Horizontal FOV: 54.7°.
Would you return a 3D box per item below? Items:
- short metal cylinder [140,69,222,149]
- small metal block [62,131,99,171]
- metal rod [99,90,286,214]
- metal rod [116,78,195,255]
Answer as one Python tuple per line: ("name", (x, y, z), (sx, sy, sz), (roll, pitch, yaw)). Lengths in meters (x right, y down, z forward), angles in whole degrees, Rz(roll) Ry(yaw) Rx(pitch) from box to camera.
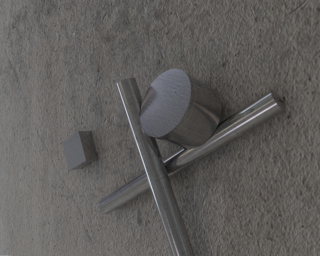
("short metal cylinder", (0.022, -0.021, 0.355), (0.080, 0.050, 0.080), (-24, 55, 41))
("small metal block", (-0.133, 0.038, 0.515), (0.050, 0.025, 0.050), (-30, 72, 36))
("metal rod", (0.017, 0.046, 0.390), (0.299, 0.025, 0.025), (-36, 68, 34))
("metal rod", (0.005, 0.084, 0.372), (0.025, 0.025, 0.299), (-22, 85, 38))
